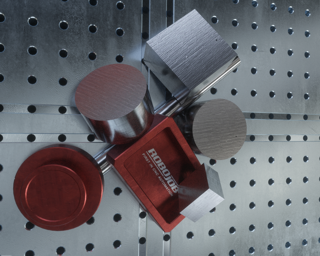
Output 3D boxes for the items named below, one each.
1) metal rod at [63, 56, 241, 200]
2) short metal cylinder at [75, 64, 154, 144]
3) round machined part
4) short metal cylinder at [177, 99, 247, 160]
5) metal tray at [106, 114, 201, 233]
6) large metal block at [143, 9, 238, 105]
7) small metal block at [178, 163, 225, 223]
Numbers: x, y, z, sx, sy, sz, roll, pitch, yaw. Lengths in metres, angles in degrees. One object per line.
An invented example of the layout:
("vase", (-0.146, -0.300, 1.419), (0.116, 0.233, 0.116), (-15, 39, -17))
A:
("metal rod", (-0.005, -0.009, 0.412), (0.301, 0.025, 0.025), (-39, 103, -15))
("short metal cylinder", (-0.050, -0.028, 0.359), (0.080, 0.050, 0.080), (-5, 57, 7))
("round machined part", (-0.114, 0.070, 0.348), (0.099, 0.042, 0.097), (-1, 96, -5))
("short metal cylinder", (0.070, 0.002, 0.424), (0.081, 0.050, 0.079), (0, 90, -20))
("metal tray", (0.004, 0.058, 0.396), (0.090, 0.030, 0.130), (-39, 115, -15))
("large metal block", (0.037, -0.090, 0.400), (0.080, 0.050, 0.080), (-39, 83, -16))
("small metal block", (0.049, 0.080, 0.387), (0.025, 0.050, 0.050), (37, 113, -19))
